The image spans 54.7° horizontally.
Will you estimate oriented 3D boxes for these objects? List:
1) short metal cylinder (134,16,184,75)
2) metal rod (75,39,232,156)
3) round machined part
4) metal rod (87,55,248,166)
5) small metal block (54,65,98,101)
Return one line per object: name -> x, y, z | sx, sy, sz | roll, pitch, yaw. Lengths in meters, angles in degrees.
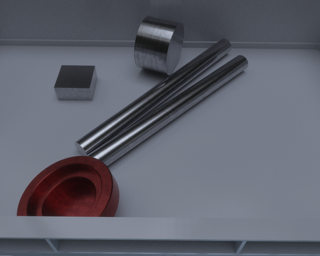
short metal cylinder -> 0.000, -0.126, 0.476 | 0.050, 0.080, 0.080 | 17, 52, 13
metal rod -> 0.007, -0.056, 0.451 | 0.025, 0.025, 0.302 | 36, 58, 26
round machined part -> -0.088, 0.079, 0.317 | 0.098, 0.042, 0.098 | -9, 45, 9
metal rod -> 0.020, -0.027, 0.428 | 0.302, 0.025, 0.025 | -35, 59, -26
small metal block -> -0.124, -0.067, 0.460 | 0.050, 0.025, 0.050 | 1, 50, 0
